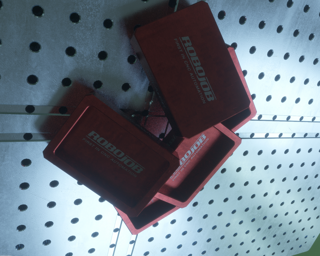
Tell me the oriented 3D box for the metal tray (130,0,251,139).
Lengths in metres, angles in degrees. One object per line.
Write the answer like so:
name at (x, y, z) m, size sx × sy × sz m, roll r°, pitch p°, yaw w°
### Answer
metal tray at (0.035, -0.064, 0.350) m, size 0.091 × 0.030 × 0.129 m, roll -27°, pitch 98°, yaw -12°

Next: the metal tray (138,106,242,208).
metal tray at (0.039, 0.041, 0.418) m, size 0.090 × 0.030 × 0.130 m, roll 33°, pitch 100°, yaw -39°

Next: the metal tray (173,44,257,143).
metal tray at (0.075, -0.041, 0.425) m, size 0.090 × 0.030 × 0.130 m, roll -37°, pitch 130°, yaw -4°

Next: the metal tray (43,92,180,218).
metal tray at (-0.054, 0.031, 0.359) m, size 0.130 × 0.030 × 0.090 m, roll 37°, pitch 98°, yaw -9°

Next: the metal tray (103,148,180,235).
metal tray at (-0.026, 0.090, 0.451) m, size 0.090 × 0.030 × 0.129 m, roll -29°, pitch 129°, yaw -10°
